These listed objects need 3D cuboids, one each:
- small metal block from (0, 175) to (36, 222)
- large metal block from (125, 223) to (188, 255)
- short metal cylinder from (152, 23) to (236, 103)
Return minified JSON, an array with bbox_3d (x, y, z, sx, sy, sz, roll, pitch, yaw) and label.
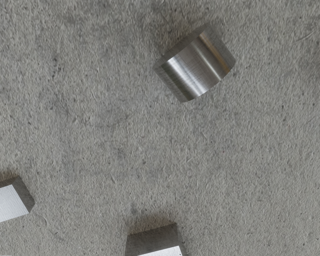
[{"bbox_3d":[-0.217,0.102,0.444,0.050,0.025,0.050,-18,109,6],"label":"small metal block"},{"bbox_3d":[-0.001,0.202,0.471,0.080,0.050,0.080,-16,110,5],"label":"large metal block"},{"bbox_3d":[0.038,-0.074,0.354,0.080,0.080,0.050,-37,106,12],"label":"short metal cylinder"}]
